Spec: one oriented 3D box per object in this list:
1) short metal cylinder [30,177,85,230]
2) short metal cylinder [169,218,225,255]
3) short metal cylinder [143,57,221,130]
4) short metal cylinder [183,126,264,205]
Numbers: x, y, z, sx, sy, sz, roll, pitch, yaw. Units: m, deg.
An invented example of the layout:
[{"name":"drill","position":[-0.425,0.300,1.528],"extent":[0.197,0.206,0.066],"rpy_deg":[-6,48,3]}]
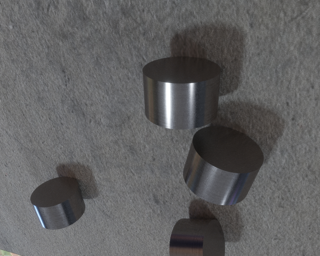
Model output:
[{"name":"short metal cylinder","position":[-0.177,0.130,0.542],"extent":[0.080,0.080,0.050],"rpy_deg":[5,121,25]},{"name":"short metal cylinder","position":[0.056,0.173,0.448],"extent":[0.050,0.080,0.080],"rpy_deg":[-8,115,31]},{"name":"short metal cylinder","position":[0.023,-0.040,0.333],"extent":[0.080,0.080,0.050],"rpy_deg":[12,123,21]},{"name":"short metal cylinder","position":[0.071,0.041,0.359],"extent":[0.080,0.080,0.050],"rpy_deg":[22,127,14]}]
